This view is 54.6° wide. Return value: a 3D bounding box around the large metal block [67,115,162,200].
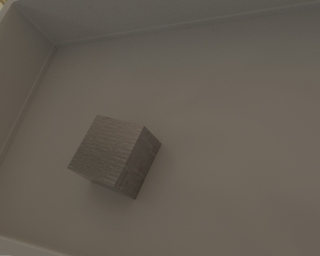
[{"bbox_3d":[-0.057,0.036,0.399,0.080,0.050,0.080,13,68,33],"label":"large metal block"}]
